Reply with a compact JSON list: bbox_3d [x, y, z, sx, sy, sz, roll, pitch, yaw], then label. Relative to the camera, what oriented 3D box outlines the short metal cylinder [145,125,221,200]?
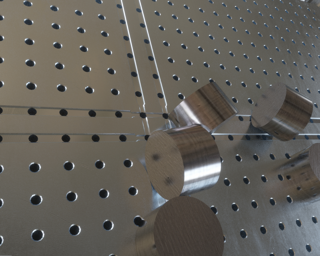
[{"bbox_3d":[0.024,0.039,0.362,0.050,0.080,0.080,-9,66,-32],"label":"short metal cylinder"}]

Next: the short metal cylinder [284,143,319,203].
[{"bbox_3d":[0.241,0.070,0.479,0.081,0.050,0.080,14,56,-21],"label":"short metal cylinder"}]

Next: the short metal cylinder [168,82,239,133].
[{"bbox_3d":[0.058,-0.017,0.414,0.081,0.080,0.050,-29,78,-37],"label":"short metal cylinder"}]

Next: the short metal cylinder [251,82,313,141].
[{"bbox_3d":[0.191,-0.025,0.491,0.050,0.080,0.080,27,52,-12],"label":"short metal cylinder"}]

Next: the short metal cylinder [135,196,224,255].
[{"bbox_3d":[0.020,0.119,0.330,0.081,0.050,0.080,14,56,-21],"label":"short metal cylinder"}]
